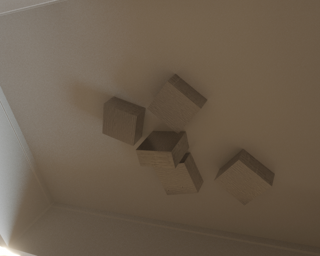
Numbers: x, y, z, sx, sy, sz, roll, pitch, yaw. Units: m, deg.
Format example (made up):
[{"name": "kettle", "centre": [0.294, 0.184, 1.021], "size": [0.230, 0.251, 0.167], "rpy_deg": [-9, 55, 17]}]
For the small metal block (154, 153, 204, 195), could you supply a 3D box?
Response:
[{"name": "small metal block", "centre": [0.026, 0.065, 0.435], "size": [0.050, 0.025, 0.050], "rpy_deg": [-12, 112, 33]}]

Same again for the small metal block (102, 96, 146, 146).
[{"name": "small metal block", "centre": [-0.051, -0.010, 0.430], "size": [0.050, 0.025, 0.050], "rpy_deg": [21, 127, 15]}]

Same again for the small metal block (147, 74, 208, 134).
[{"name": "small metal block", "centre": [0.021, -0.029, 0.380], "size": [0.050, 0.025, 0.050], "rpy_deg": [40, 129, 1]}]

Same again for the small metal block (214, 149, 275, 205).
[{"name": "small metal block", "centre": [0.106, 0.062, 0.391], "size": [0.050, 0.025, 0.050], "rpy_deg": [39, 129, 1]}]

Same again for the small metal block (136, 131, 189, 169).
[{"name": "small metal block", "centre": [0.004, 0.027, 0.407], "size": [0.050, 0.050, 0.025], "rpy_deg": [1, 119, 28]}]
